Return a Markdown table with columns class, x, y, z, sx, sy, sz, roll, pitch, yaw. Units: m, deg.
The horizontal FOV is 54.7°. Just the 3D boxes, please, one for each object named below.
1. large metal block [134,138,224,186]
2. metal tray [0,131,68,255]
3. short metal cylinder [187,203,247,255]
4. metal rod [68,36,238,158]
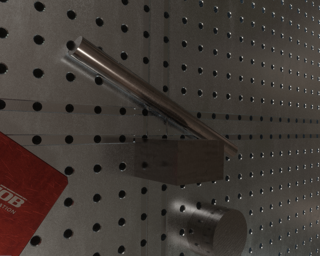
| class | x | y | z | sx | sy | sz | roll | pitch | yaw |
| --- | --- | --- | --- | --- | --- | --- | --- | --- | --- |
| large metal block | 0.024 | 0.039 | 0.396 | 0.081 | 0.080 | 0.050 | 2 | 89 | -40 |
| metal tray | -0.160 | 0.049 | 0.273 | 0.130 | 0.030 | 0.090 | 45 | 63 | -31 |
| short metal cylinder | 0.087 | 0.159 | 0.469 | 0.081 | 0.050 | 0.079 | 0 | 90 | -40 |
| metal rod | 0.013 | -0.026 | 0.422 | 0.301 | 0.025 | 0.025 | 31 | 71 | -36 |
